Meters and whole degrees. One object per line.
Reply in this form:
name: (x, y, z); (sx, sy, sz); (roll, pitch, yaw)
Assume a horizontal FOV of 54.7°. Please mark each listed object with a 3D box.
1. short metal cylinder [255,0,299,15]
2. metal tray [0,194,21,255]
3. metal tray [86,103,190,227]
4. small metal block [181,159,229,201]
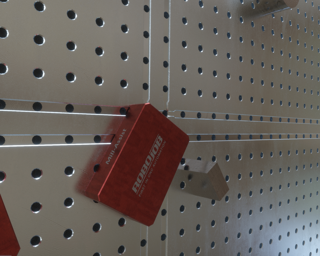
short metal cylinder: (0.219, -0.258, 0.579); (0.081, 0.050, 0.079); (0, 90, -40)
metal tray: (-0.183, 0.067, 0.253); (0.091, 0.030, 0.129); (-23, 105, -38)
metal tray: (-0.022, 0.045, 0.389); (0.090, 0.030, 0.130); (39, 66, -33)
small metal block: (0.066, 0.075, 0.451); (0.025, 0.050, 0.050); (-41, 115, -33)
